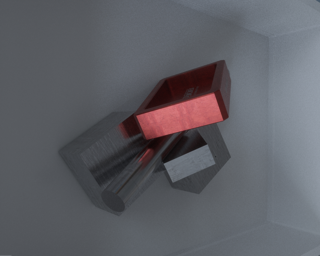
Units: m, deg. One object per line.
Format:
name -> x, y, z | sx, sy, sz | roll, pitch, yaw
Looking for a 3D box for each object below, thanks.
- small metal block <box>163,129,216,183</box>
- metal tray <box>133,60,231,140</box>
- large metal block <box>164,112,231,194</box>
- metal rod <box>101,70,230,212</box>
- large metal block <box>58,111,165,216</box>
small metal block -> 0.029, 0.030, 0.351 | 0.050, 0.050, 0.025 | -24, 109, 1
metal tray -> 0.032, -0.037, 0.356 | 0.130, 0.090, 0.030 | -62, 134, -62
large metal block -> 0.043, 0.031, 0.427 | 0.080, 0.050, 0.080 | -41, 115, -32
metal rod -> 0.029, -0.011, 0.383 | 0.301, 0.025, 0.025 | -47, 119, -47
large metal block -> -0.049, 0.036, 0.346 | 0.080, 0.050, 0.080 | -41, 115, -32
